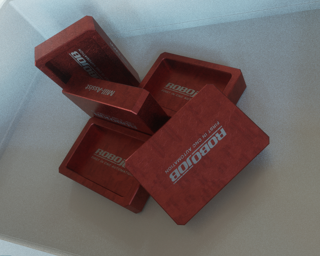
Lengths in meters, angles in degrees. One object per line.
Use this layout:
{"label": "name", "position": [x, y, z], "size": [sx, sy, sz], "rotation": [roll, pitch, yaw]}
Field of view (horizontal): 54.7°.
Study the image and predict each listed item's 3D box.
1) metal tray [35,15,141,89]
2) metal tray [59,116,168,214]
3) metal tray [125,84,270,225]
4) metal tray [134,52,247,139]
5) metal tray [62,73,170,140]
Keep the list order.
{"label": "metal tray", "position": [-0.095, -0.081, 0.433], "size": [0.090, 0.130, 0.030], "rotation": [-27, 53, 12]}
{"label": "metal tray", "position": [-0.061, 0.043, 0.403], "size": [0.130, 0.030, 0.090], "rotation": [17, 70, 34]}
{"label": "metal tray", "position": [0.039, 0.028, 0.337], "size": [0.130, 0.030, 0.090], "rotation": [-43, 80, -2]}
{"label": "metal tray", "position": [0.034, -0.047, 0.410], "size": [0.130, 0.030, 0.090], "rotation": [23, 74, 36]}
{"label": "metal tray", "position": [-0.053, -0.024, 0.401], "size": [0.130, 0.090, 0.030], "rotation": [17, 71, 34]}
